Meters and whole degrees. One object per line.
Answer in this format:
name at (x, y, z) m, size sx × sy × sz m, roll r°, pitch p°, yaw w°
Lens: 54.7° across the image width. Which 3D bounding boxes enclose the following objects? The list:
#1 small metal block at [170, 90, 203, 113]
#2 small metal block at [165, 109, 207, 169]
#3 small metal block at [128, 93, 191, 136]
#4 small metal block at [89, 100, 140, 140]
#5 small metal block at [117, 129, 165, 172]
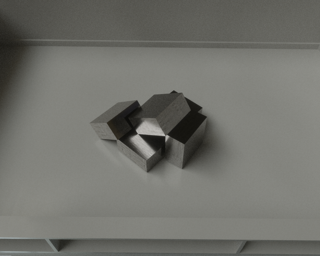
small metal block at (0.021, -0.018, 0.418) m, size 0.050 × 0.025 × 0.050 m, roll 35°, pitch 58°, yaw 25°
small metal block at (0.031, 0.013, 0.376) m, size 0.025 × 0.050 × 0.050 m, roll 29°, pitch 56°, yaw 21°
small metal block at (-0.001, -0.017, 0.369) m, size 0.050 × 0.025 × 0.050 m, roll 3°, pitch 40°, yaw 48°
small metal block at (-0.054, -0.010, 0.395) m, size 0.050 × 0.025 × 0.050 m, roll -41°, pitch 23°, yaw -28°
small metal block at (-0.018, 0.019, 0.387) m, size 0.050 × 0.025 × 0.050 m, roll 35°, pitch 58°, yaw 25°
